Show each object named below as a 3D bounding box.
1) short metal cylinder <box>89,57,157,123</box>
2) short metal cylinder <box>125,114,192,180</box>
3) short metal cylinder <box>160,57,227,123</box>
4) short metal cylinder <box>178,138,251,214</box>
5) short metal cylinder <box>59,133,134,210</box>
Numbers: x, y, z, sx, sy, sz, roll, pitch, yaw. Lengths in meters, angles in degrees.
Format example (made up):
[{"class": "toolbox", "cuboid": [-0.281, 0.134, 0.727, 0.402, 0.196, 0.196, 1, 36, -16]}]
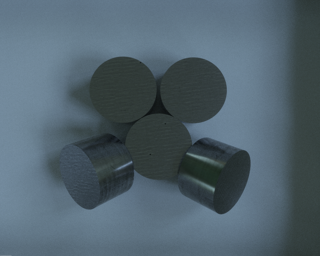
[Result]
[{"class": "short metal cylinder", "cuboid": [-0.044, -0.046, 0.396, 0.081, 0.050, 0.079, 0, 90, -1]}, {"class": "short metal cylinder", "cuboid": [-0.002, 0.022, 0.396, 0.081, 0.050, 0.079, 0, 90, -1]}, {"class": "short metal cylinder", "cuboid": [0.040, -0.046, 0.398, 0.081, 0.050, 0.079, 0, 90, -1]}, {"class": "short metal cylinder", "cuboid": [0.067, 0.057, 0.377, 0.050, 0.080, 0.080, 21, 90, 39]}, {"class": "short metal cylinder", "cuboid": [-0.077, 0.051, 0.376, 0.050, 0.080, 0.080, -20, 91, -45]}]
